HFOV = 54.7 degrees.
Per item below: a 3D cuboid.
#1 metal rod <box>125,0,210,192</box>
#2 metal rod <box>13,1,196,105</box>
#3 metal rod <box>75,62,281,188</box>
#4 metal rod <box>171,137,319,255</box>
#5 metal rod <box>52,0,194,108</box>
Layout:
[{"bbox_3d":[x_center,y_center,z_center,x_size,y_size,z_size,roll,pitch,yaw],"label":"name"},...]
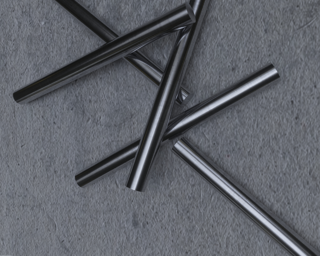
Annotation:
[{"bbox_3d":[0.018,-0.069,0.378,0.025,0.025,0.299,18,87,19],"label":"metal rod"},{"bbox_3d":[-0.092,-0.090,0.420,0.300,0.025,0.025,-18,84,27],"label":"metal rod"},{"bbox_3d":[0.010,0.005,0.405,0.300,0.025,0.025,-30,81,17],"label":"metal rod"},{"bbox_3d":[0.132,0.116,0.361,0.300,0.025,0.025,41,103,15],"label":"metal rod"},{"bbox_3d":[-0.074,-0.131,0.435,0.300,0.025,0.025,41,103,15],"label":"metal rod"}]
